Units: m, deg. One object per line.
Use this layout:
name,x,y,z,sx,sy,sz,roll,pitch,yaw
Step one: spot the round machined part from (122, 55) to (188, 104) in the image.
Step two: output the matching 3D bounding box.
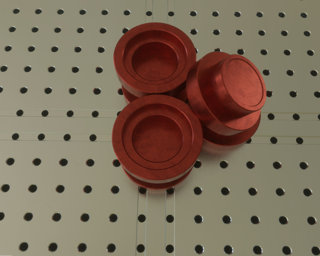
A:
round machined part,-0.004,-0.064,0.427,0.099,0.042,0.098,0,70,0

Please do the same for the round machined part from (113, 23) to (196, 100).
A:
round machined part,-0.006,-0.078,0.386,0.099,0.042,0.098,0,70,0

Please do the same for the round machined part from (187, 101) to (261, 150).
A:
round machined part,0.085,-0.023,0.412,0.099,0.042,0.098,0,70,0

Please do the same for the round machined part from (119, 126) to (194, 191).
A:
round machined part,-0.003,0.029,0.393,0.099,0.042,0.098,0,70,0

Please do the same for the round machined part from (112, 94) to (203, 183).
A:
round machined part,-0.003,0.014,0.352,0.099,0.042,0.098,0,70,0

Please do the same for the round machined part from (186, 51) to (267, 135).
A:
round machined part,0.081,-0.044,0.352,0.099,0.042,0.098,12,66,-30
